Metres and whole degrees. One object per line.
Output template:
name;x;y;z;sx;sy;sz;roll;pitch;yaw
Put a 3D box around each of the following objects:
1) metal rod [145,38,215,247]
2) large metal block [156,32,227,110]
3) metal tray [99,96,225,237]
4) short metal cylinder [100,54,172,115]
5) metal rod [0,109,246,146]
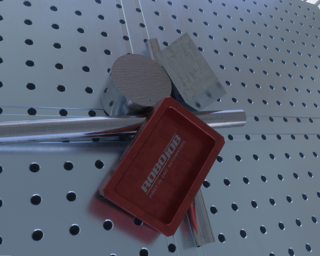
metal rod;0.020;0.001;0.418;0.025;0.025;0.299;1;62;-28
large metal block;0.047;-0.075;0.438;0.080;0.050;0.080;60;14;14
metal tray;0.005;0.041;0.349;0.090;0.030;0.130;37;71;-12
short metal cylinder;-0.032;-0.049;0.404;0.081;0.050;0.080;14;56;-21
metal rod;-0.027;-0.004;0.375;0.303;0.025;0.025;-4;64;-22
